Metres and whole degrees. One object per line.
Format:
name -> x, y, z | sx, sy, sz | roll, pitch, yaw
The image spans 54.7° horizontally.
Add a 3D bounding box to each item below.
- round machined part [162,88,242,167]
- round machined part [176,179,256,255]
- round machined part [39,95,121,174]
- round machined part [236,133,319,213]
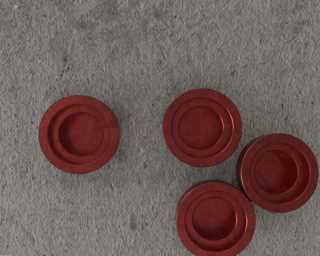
round machined part -> 0.052, 0.000, 0.402 | 0.099, 0.042, 0.097 | 0, 90, 0
round machined part -> 0.069, 0.115, 0.402 | 0.099, 0.042, 0.097 | 0, 90, 0
round machined part -> -0.100, 0.008, 0.401 | 0.099, 0.042, 0.097 | 0, 90, 0
round machined part -> 0.146, 0.056, 0.400 | 0.099, 0.042, 0.097 | 0, 88, -4
